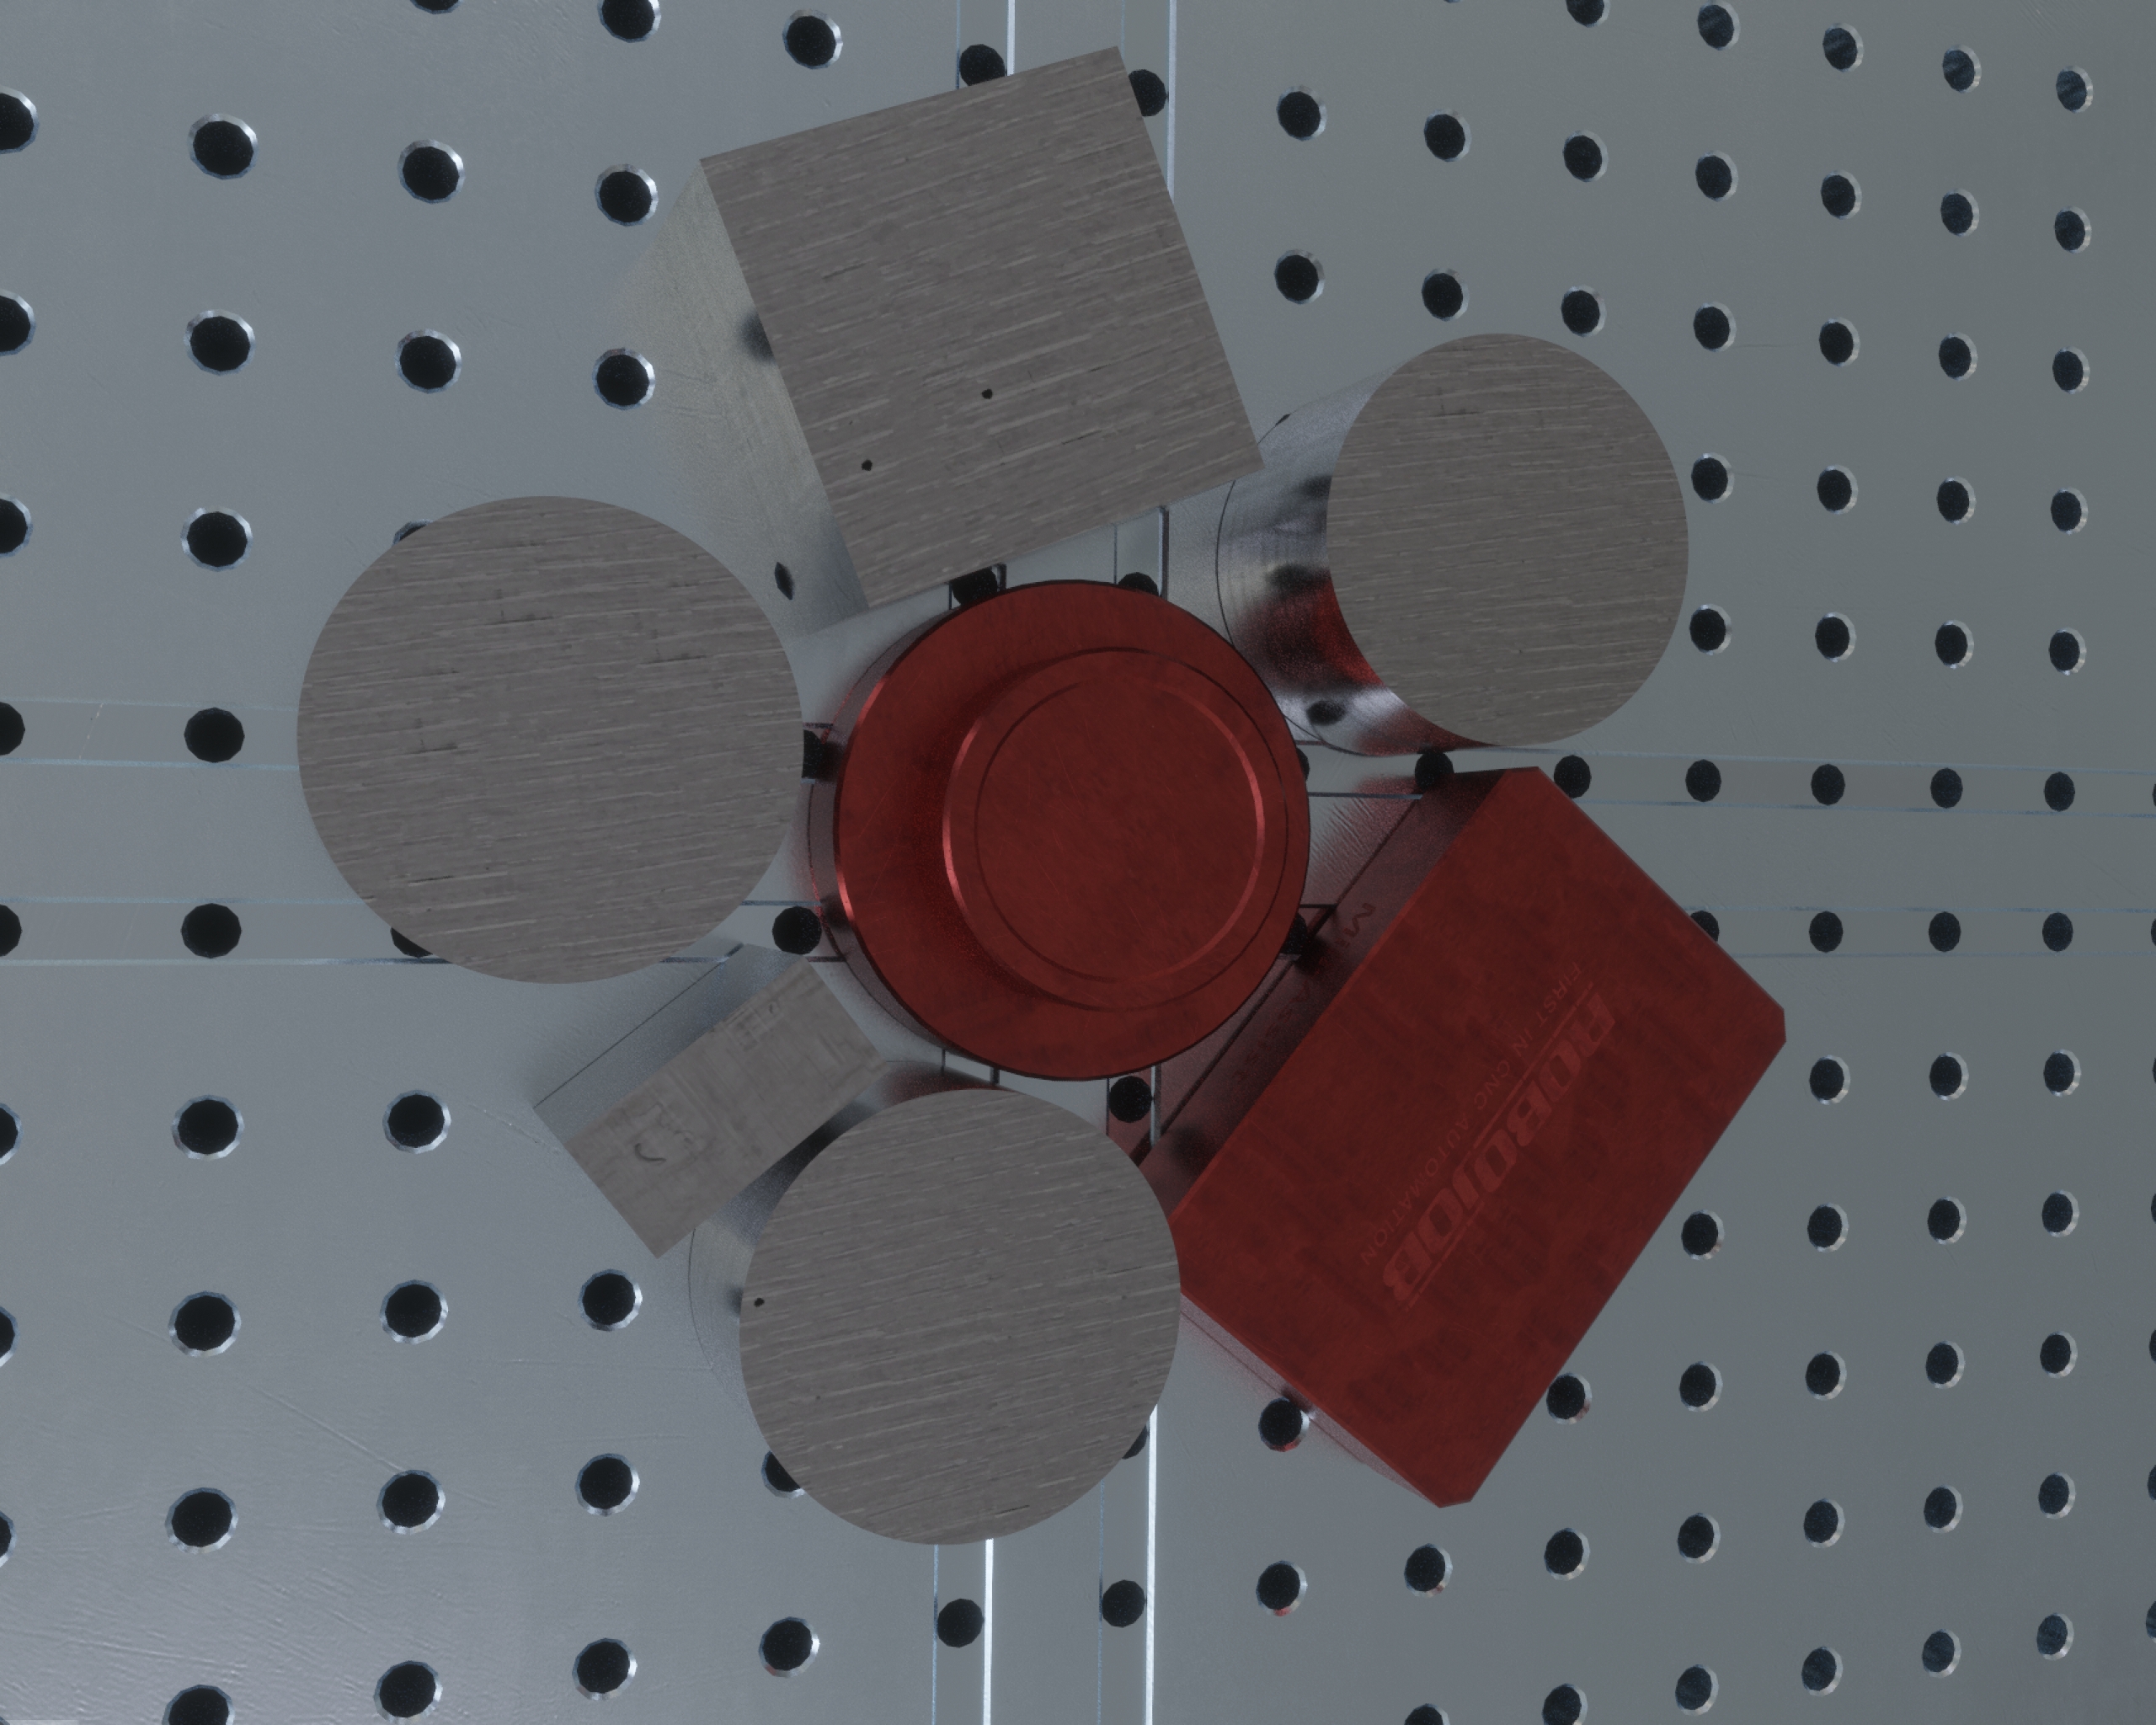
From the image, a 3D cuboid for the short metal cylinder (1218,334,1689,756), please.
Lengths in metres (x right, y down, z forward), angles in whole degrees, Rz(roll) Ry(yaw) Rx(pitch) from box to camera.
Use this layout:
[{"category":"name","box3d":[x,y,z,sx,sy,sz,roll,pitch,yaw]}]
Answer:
[{"category":"short metal cylinder","box3d":[0.076,-0.062,0.426,0.081,0.050,0.080,0,90,-20]}]

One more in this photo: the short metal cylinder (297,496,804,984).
[{"category":"short metal cylinder","box3d":[-0.093,-0.020,0.364,0.081,0.050,0.080,0,90,-20]}]

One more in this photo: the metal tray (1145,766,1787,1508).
[{"category":"metal tray","box3d":[0.079,0.055,0.438,0.090,0.030,0.130,42,76,-15]}]

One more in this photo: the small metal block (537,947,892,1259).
[{"category":"small metal block","box3d":[-0.067,0.041,0.374,0.050,0.050,0.025,-39,103,-16]}]

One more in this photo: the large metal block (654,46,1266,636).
[{"category":"large metal block","box3d":[-0.023,-0.096,0.391,0.081,0.050,0.080,-23,98,-19]}]

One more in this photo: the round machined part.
[{"category":"round machined part","box3d":[0.001,-0.006,0.403,0.099,0.042,0.097,0,90,-20]}]

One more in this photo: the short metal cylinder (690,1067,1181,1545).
[{"category":"short metal cylinder","box3d":[-0.028,0.079,0.389,0.081,0.050,0.080,0,90,-20]}]
